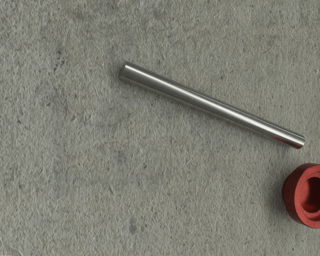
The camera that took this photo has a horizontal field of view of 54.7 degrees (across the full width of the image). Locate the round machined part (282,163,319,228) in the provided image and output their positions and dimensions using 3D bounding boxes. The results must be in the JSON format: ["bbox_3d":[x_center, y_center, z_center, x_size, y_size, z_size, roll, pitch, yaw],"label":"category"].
[{"bbox_3d":[0.235,0.104,0.489,0.099,0.042,0.097,0,90,-21],"label":"round machined part"}]

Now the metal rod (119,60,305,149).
[{"bbox_3d":[0.087,-0.026,0.442,0.302,0.025,0.025,20,83,-19],"label":"metal rod"}]
